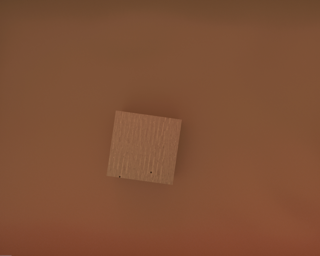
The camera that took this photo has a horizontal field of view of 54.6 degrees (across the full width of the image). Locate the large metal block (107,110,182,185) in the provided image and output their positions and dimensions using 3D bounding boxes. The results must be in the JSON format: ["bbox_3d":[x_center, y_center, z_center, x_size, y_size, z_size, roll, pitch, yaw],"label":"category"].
[{"bbox_3d":[-0.019,0.024,0.399,0.080,0.050,0.080,8,90,0],"label":"large metal block"}]
